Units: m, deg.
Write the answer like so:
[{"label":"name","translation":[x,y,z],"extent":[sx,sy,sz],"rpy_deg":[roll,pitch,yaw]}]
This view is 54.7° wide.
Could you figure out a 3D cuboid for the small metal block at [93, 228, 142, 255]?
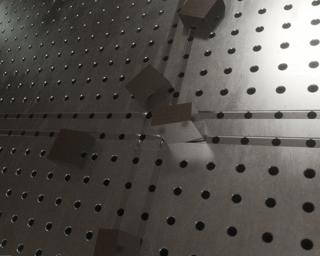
[{"label":"small metal block","translation":[-0.046,0.138,0.330],"extent":[0.025,0.050,0.050],"rpy_deg":[-6,59,25]}]

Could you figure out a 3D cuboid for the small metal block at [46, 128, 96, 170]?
[{"label":"small metal block","translation":[-0.130,0.031,0.456],"extent":[0.050,0.025,0.050],"rpy_deg":[7,65,30]}]

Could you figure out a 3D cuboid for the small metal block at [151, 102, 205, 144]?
[{"label":"small metal block","translation":[0.023,-0.004,0.382],"extent":[0.050,0.050,0.025],"rpy_deg":[-8,59,24]}]

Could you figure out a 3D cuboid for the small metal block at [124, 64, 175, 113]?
[{"label":"small metal block","translation":[-0.016,-0.058,0.451],"extent":[0.050,0.025,0.050],"rpy_deg":[-42,51,-1]}]

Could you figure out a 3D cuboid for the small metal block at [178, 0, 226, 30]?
[{"label":"small metal block","translation":[0.066,-0.185,0.486],"extent":[0.050,0.025,0.050],"rpy_deg":[26,76,36]}]
